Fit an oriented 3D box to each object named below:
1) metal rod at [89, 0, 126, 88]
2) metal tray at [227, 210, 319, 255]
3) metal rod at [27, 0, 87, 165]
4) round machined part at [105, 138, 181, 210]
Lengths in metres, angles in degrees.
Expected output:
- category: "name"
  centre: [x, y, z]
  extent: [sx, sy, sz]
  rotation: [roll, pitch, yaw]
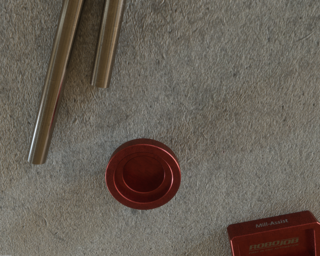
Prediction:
- category: "metal rod"
  centre: [-0.040, -0.190, 0.339]
  extent: [0.025, 0.025, 0.298]
  rotation: [13, 110, -5]
- category: "metal tray"
  centre: [0.176, 0.183, 0.477]
  extent: [0.131, 0.030, 0.089]
  rotation: [-12, 110, 4]
- category: "metal rod"
  centre: [-0.119, -0.089, 0.375]
  extent: [0.025, 0.025, 0.298]
  rotation: [18, 109, -7]
- category: "round machined part"
  centre: [-0.022, 0.059, 0.422]
  extent: [0.099, 0.042, 0.097]
  rotation: [0, 110, -1]
